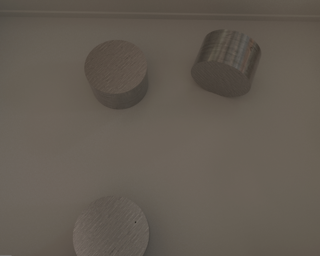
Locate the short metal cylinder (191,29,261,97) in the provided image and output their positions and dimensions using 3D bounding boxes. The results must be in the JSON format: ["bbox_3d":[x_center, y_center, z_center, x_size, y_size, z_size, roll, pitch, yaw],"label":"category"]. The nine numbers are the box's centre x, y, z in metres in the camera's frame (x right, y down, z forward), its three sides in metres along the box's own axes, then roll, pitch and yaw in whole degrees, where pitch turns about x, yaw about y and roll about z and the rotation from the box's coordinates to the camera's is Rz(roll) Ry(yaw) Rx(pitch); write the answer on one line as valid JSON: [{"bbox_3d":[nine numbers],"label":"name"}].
[{"bbox_3d":[0.088,-0.084,0.412,0.080,0.080,0.050,20,71,7],"label":"short metal cylinder"}]

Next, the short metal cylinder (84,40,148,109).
[{"bbox_3d":[-0.057,-0.072,0.422,0.081,0.050,0.080,0,70,0],"label":"short metal cylinder"}]

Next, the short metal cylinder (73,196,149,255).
[{"bbox_3d":[-0.052,0.121,0.352,0.081,0.050,0.080,0,70,0],"label":"short metal cylinder"}]
